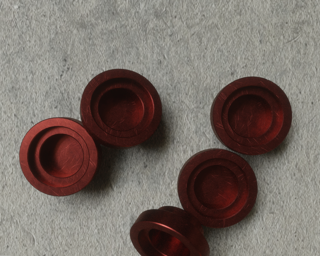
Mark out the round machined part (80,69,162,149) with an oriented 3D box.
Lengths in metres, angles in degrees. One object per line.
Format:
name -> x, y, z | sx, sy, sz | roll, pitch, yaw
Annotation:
round machined part -> -0.050, -0.021, 0.390 | 0.099, 0.042, 0.098 | 4, 76, -17

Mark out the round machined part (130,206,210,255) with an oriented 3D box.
round machined part -> 0.016, 0.136, 0.385 | 0.098, 0.042, 0.097 | 16, 129, 21

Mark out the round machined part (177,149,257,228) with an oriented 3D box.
round machined part -> 0.071, 0.075, 0.402 | 0.099, 0.042, 0.097 | 0, 90, 0

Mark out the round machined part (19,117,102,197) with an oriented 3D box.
round machined part -> -0.123, 0.035, 0.398 | 0.099, 0.042, 0.097 | 0, 93, 3

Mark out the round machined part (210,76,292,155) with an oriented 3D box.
round machined part -> 0.114, -0.015, 0.402 | 0.099, 0.042, 0.097 | 0, 90, 0
